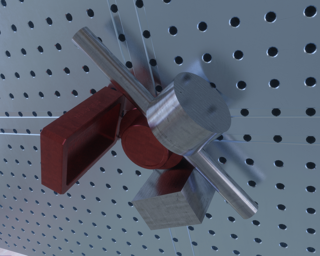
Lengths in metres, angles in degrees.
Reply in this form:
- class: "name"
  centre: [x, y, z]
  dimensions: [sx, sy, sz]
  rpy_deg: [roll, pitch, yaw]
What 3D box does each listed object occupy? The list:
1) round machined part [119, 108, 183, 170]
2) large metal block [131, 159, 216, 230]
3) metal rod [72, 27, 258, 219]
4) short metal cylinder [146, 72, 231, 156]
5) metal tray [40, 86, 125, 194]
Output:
- class: "round machined part"
  centre: [-0.012, 0.017, 0.415]
  dimensions: [0.098, 0.042, 0.097]
  rpy_deg: [13, 124, 20]
- class: "large metal block"
  centre: [0.023, 0.086, 0.415]
  dimensions: [0.080, 0.080, 0.050]
  rpy_deg: [-21, 108, 35]
- class: "metal rod"
  centre: [0.009, -0.003, 0.376]
  dimensions: [0.300, 0.025, 0.025]
  rpy_deg: [46, 129, -5]
- class: "short metal cylinder"
  centre: [0.032, -0.015, 0.347]
  dimensions: [0.080, 0.080, 0.050]
  rpy_deg: [45, 129, -3]
- class: "metal tray"
  centre: [-0.096, 0.012, 0.400]
  dimensions: [0.030, 0.131, 0.089]
  rpy_deg: [25, 127, 13]
